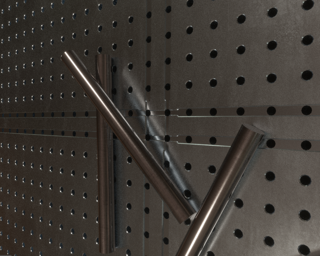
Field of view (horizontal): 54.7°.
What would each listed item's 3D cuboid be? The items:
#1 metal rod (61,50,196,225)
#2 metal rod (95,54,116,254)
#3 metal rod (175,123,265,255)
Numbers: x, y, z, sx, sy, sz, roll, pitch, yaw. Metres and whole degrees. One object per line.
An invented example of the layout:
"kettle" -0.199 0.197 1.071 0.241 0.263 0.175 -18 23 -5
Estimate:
"metal rod" -0.053 0.000 0.429 0.300 0.025 0.025 52 120 19
"metal rod" -0.084 0.038 0.475 0.025 0.025 0.298 -2 89 39
"metal rod" 0.044 0.132 0.371 0.025 0.025 0.298 35 111 34
